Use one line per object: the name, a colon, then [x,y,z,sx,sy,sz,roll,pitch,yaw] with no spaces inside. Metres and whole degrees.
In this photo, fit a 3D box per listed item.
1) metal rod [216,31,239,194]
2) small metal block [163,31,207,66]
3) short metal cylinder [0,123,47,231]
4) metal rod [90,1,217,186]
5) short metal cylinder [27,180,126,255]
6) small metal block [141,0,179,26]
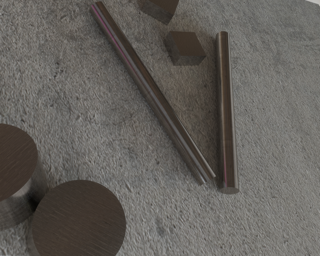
metal rod: [0.102,-0.043,0.484,0.025,0.025,0.300,18,55,-18]
small metal block: [0.040,-0.129,0.504,0.050,0.025,0.050,-8,66,-32]
short metal cylinder: [-0.145,0.042,0.269,0.081,0.050,0.080,5,52,-6]
metal rod: [-0.016,-0.056,0.429,0.025,0.025,0.299,-23,74,-36]
short metal cylinder: [-0.078,0.095,0.288,0.081,0.050,0.080,14,56,-21]
small metal block: [0.002,-0.212,0.534,0.050,0.025,0.050,26,53,-12]
